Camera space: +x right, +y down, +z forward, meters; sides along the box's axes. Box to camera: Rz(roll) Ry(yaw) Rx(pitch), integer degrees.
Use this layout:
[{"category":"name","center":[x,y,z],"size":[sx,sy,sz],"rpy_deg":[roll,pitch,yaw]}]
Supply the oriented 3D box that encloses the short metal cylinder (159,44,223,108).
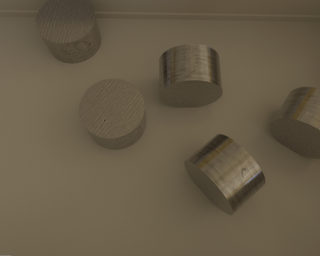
[{"category":"short metal cylinder","center":[0.039,-0.065,0.405],"size":[0.081,0.080,0.050],"rpy_deg":[-1,70,-1]}]

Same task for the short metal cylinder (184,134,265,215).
[{"category":"short metal cylinder","center":[0.074,0.054,0.362],"size":[0.050,0.080,0.080],"rpy_deg":[-38,75,-13]}]

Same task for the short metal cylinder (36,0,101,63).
[{"category":"short metal cylinder","center":[-0.129,-0.141,0.446],"size":[0.081,0.050,0.080],"rpy_deg":[0,70,0]}]

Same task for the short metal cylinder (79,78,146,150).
[{"category":"short metal cylinder","center":[-0.059,-0.017,0.402],"size":[0.081,0.050,0.080],"rpy_deg":[0,70,0]}]

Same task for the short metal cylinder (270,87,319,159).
[{"category":"short metal cylinder","center":[0.186,-0.005,0.385],"size":[0.080,0.080,0.050],"rpy_deg":[33,73,11]}]
